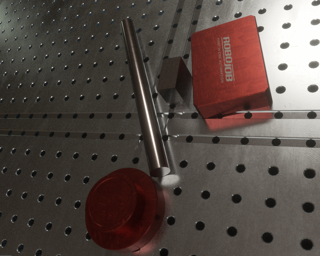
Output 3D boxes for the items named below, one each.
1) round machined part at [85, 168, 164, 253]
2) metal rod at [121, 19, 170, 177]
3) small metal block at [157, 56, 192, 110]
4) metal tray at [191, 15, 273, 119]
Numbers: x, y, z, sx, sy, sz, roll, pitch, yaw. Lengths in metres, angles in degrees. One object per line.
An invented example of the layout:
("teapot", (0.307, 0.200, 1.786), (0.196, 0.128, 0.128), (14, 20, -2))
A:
("round machined part", (-0.048, 0.092, 0.365), (0.098, 0.042, 0.098), (-13, 56, 20))
("metal rod", (-0.029, -0.065, 0.461), (0.025, 0.025, 0.299), (-24, 53, 13))
("small metal block", (0.022, -0.059, 0.416), (0.025, 0.050, 0.050), (-3, 60, 26))
("metal tray", (0.090, -0.082, 0.408), (0.090, 0.030, 0.130), (-12, 57, 21))
